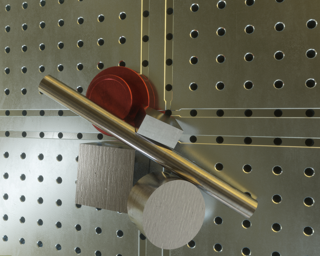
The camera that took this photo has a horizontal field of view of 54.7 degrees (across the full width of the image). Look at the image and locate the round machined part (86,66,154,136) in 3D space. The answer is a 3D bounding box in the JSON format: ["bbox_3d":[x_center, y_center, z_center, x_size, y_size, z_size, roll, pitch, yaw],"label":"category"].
[{"bbox_3d":[-0.061,-0.036,0.424,0.098,0.042,0.097,0,90,19],"label":"round machined part"}]

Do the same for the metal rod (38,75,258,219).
[{"bbox_3d":[-0.017,0.021,0.383,0.301,0.025,0.025,31,100,4],"label":"metal rod"}]

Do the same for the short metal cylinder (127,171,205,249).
[{"bbox_3d":[0.007,0.097,0.373,0.081,0.050,0.079,-2,94,-25],"label":"short metal cylinder"}]

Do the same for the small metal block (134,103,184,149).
[{"bbox_3d":[-0.003,-0.003,0.389,0.050,0.050,0.025,24,103,-17],"label":"small metal block"}]

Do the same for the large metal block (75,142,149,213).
[{"bbox_3d":[-0.063,0.063,0.418,0.080,0.050,0.079,5,92,19],"label":"large metal block"}]
